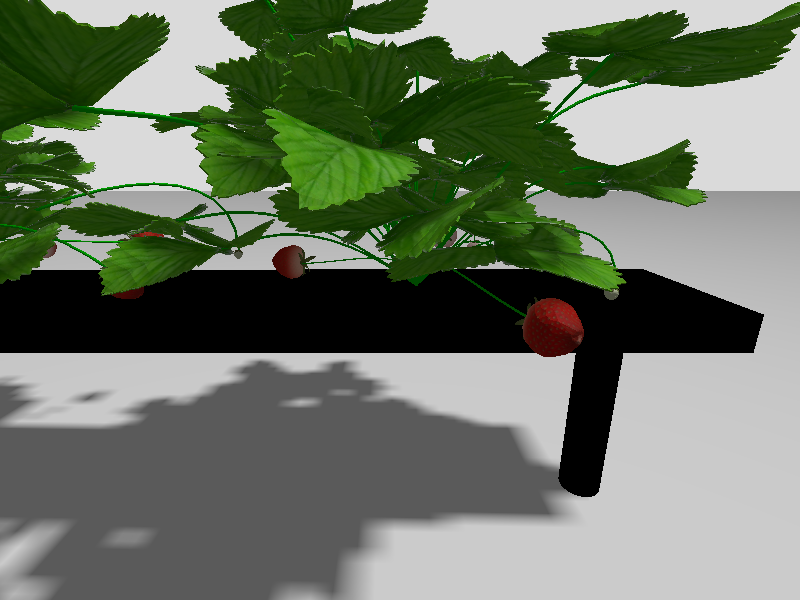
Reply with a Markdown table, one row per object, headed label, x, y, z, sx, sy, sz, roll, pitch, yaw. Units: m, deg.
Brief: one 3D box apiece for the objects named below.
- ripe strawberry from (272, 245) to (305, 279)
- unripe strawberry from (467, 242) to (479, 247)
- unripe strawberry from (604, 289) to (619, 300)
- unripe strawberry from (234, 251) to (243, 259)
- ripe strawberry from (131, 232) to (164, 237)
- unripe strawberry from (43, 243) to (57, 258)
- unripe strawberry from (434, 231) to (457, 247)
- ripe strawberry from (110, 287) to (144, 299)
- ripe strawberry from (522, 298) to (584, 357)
| label | x | y | z | sx | sy | sz | roll | pitch | yaw |
| --- | --- | --- | --- | --- | --- | --- | --- | --- | --- |
| ripe strawberry | -0.106 | -0.037 | 0.384 | 0.030 | 0.032 | 0.028 | 3 | 17 | 13 |
| unripe strawberry | 0.092 | -0.065 | 0.500 | 0.016 | 0.016 | 0.014 | 9 | 19 | 26 |
| unripe strawberry | 0.158 | -0.005 | 0.300 | 0.010 | 0.010 | 0.009 | 7 | 18 | 22 |
| unripe strawberry | -0.189 | -0.053 | 0.468 | 0.010 | 0.010 | 0.011 | -8 | 19 | -24 |
| ripe strawberry | -0.312 | -0.075 | 0.496 | 0.034 | 0.039 | 0.037 | 14 | 21 | 38 |
| unripe strawberry | -0.433 | -0.065 | 0.490 | 0.024 | 0.025 | 0.026 | 0 | 16 | 1 |
| unripe strawberry | 0.059 | -0.088 | 0.548 | 0.038 | 0.032 | 0.038 | 4 | 11 | 12 |
| ripe strawberry | -0.218 | -0.012 | 0.319 | 0.027 | 0.023 | 0.027 | 42 | 20 | -3 |
| ripe strawberry | 0.085 | 0.016 | 0.217 | 0.030 | 0.032 | 0.033 | -8 | 19 | -24 |
